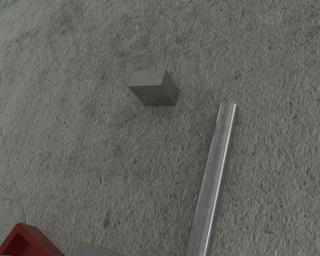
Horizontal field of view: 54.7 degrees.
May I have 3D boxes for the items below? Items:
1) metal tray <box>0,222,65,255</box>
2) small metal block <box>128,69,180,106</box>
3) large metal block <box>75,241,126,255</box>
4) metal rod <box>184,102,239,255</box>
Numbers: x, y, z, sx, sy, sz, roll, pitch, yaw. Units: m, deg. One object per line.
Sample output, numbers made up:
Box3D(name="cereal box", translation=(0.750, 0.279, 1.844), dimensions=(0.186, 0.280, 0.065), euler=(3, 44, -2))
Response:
Box3D(name="metal tray", translation=(-0.179, 0.194, 0.372), dimensions=(0.090, 0.030, 0.130), euler=(24, 74, 36))
Box3D(name="small metal block", translation=(-0.007, -0.054, 0.423), dimensions=(0.050, 0.050, 0.025), euler=(2, 63, 28))
Box3D(name="large metal block", translation=(-0.052, 0.169, 0.310), dimensions=(0.080, 0.050, 0.080), euler=(6, 65, 30))
Box3D(name="metal rod", translation=(0.043, 0.106, 0.315), dimensions=(0.025, 0.025, 0.300), euler=(3, 63, 29))
